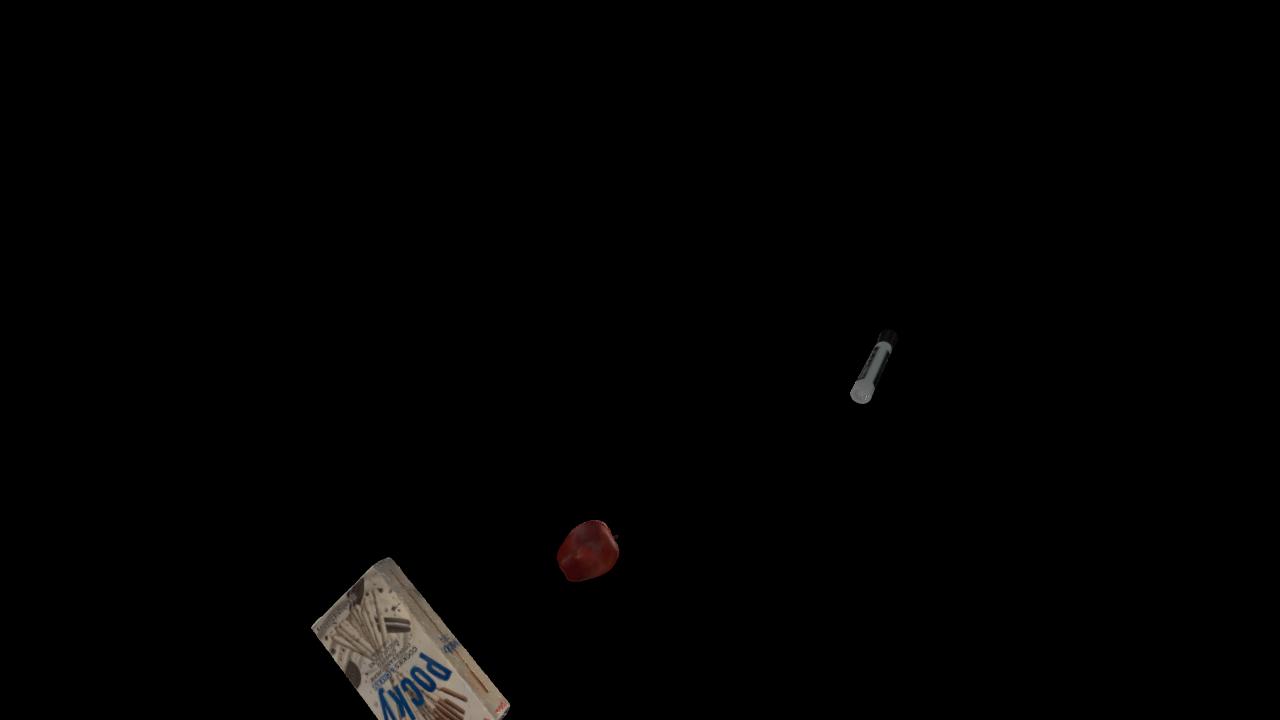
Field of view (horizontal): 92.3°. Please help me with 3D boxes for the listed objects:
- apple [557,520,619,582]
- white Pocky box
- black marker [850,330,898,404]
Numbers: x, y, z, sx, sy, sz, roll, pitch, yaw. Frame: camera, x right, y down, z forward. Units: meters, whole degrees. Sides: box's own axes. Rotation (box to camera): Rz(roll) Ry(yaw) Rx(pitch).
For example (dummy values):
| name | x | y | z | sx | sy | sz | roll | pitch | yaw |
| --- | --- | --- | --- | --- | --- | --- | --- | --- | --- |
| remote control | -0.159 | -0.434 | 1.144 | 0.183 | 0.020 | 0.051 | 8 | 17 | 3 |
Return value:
| name | x | y | z | sx | sy | sz | roll | pitch | yaw |
| --- | --- | --- | --- | --- | --- | --- | --- | --- | --- |
| apple | -0.073 | 0.276 | 0.888 | 0.093 | 0.079 | 0.079 | -31 | 3 | -5 |
| white Pocky box | -0.182 | 0.241 | 0.483 | 0.084 | 0.154 | 0.028 | -45 | -9 | 9 |
| black marker | 0.233 | 0.003 | 0.607 | 0.020 | 0.020 | 0.121 | 0 | 30 | 36 |
